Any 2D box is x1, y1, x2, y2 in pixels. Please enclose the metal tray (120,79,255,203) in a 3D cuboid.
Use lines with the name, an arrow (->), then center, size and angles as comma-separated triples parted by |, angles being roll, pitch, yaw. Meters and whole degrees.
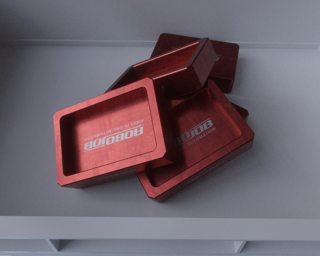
metal tray -> 0.028, 0.014, 0.354 | 0.130, 0.030, 0.090 | -31, 64, -1

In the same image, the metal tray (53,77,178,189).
metal tray -> -0.054, 0.008, 0.342 | 0.130, 0.030, 0.090 | -18, 69, 18

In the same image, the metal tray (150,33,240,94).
metal tray -> 0.054, -0.105, 0.491 | 0.131, 0.030, 0.090 | 11, 51, 8

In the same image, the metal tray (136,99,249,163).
metal tray -> 0.039, -0.015, 0.415 | 0.130, 0.030, 0.090 | 30, 56, 22

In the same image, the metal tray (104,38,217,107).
metal tray -> 0.000, -0.067, 0.399 | 0.130, 0.030, 0.090 | -13, 29, 31
